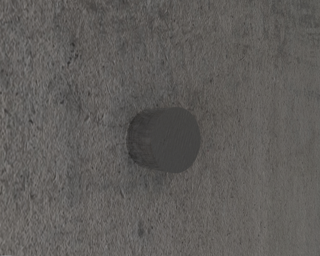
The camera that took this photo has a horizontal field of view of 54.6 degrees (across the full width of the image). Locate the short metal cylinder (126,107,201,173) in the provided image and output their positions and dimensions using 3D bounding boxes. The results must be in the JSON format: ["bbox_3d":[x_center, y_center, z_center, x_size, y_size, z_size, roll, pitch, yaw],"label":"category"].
[{"bbox_3d":[0.005,0.014,0.392,0.081,0.050,0.080,0,90,-40],"label":"short metal cylinder"}]
